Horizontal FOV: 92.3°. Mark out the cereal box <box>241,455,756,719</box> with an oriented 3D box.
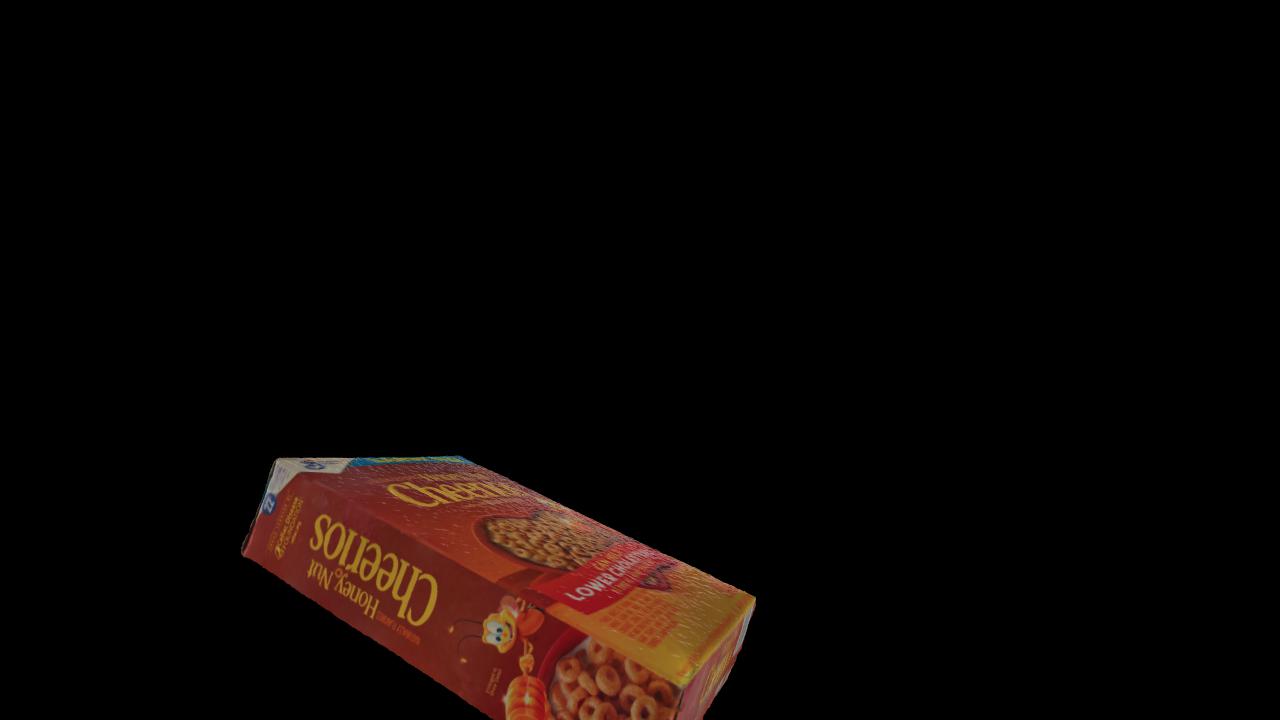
[{"bbox_3d":[-0.086,0.153,0.438,0.306,0.081,0.203,20,-1,22],"label":"cereal box"}]
